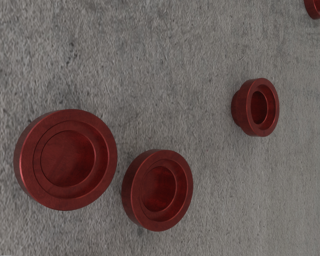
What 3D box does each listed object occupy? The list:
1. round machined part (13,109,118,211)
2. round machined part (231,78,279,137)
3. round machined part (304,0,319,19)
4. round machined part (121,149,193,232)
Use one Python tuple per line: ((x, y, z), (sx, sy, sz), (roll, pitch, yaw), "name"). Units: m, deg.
((-0.096, 0.030, 0.313), (0.099, 0.042, 0.097), (0, 90, -40), "round machined part")
((0.158, -0.034, 0.526), (0.099, 0.042, 0.097), (0, 90, -40), "round machined part")
((0.367, -0.300, 0.700), (0.099, 0.042, 0.097), (0, 90, -40), "round machined part")
((-0.007, 0.075, 0.388), (0.099, 0.042, 0.097), (0, 90, -40), "round machined part")
